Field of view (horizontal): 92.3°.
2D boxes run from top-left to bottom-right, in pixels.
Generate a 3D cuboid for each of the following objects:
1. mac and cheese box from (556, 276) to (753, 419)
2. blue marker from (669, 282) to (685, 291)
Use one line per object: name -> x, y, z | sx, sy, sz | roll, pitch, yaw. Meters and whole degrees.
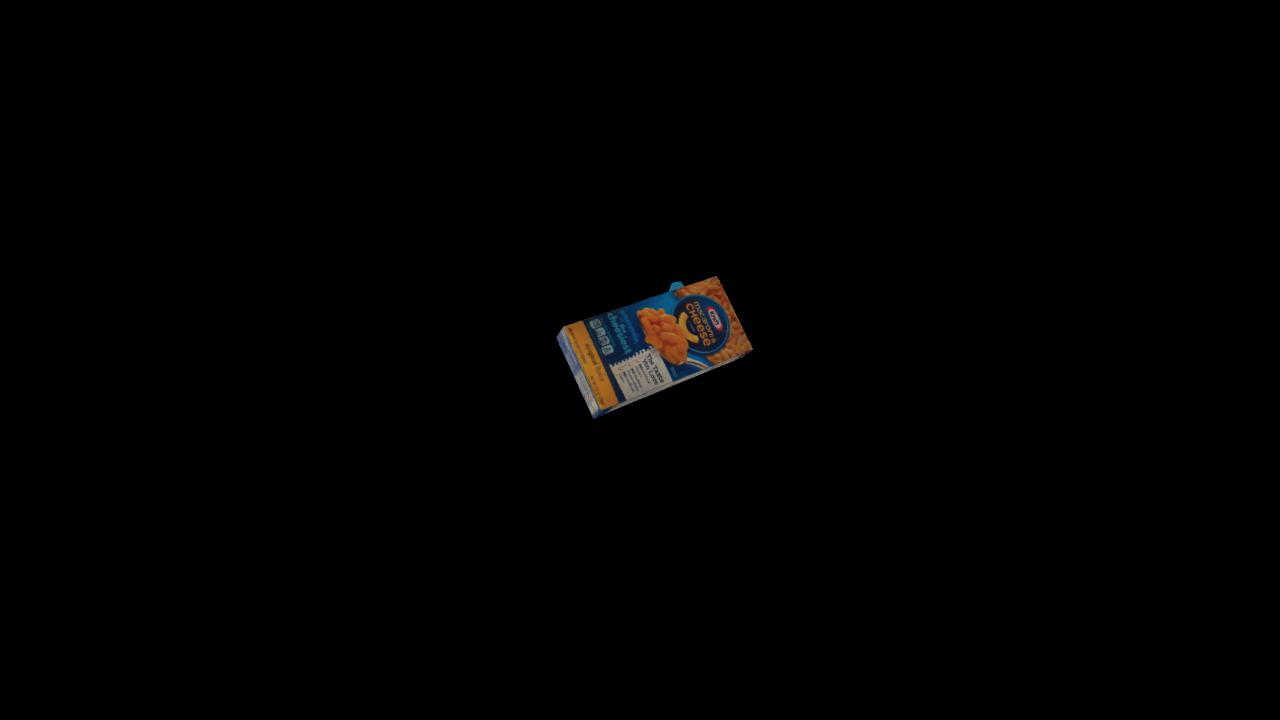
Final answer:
mac and cheese box -> 0.018, -0.017, 0.632 | 0.184, 0.093, 0.041 | -21, -11, -24
blue marker -> 0.029, -0.048, 0.731 | 0.020, 0.121, 0.020 | 16, -33, 11
